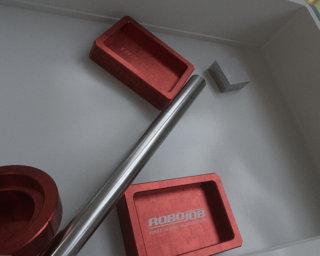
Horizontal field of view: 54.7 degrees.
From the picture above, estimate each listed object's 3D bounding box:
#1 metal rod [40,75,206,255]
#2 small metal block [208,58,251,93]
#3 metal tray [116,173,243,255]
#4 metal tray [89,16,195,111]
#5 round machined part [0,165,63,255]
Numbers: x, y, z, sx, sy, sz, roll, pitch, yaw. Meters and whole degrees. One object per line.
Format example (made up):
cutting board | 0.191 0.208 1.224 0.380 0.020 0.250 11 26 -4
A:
metal rod | -0.018 0.023 0.347 0.025 0.025 0.301 40 50 -1
small metal block | 0.117 -0.090 0.526 0.050 0.025 0.050 -15 70 -34
metal tray | 0.022 0.105 0.352 0.131 0.030 0.090 -3 63 -30
metal tray | -0.023 -0.096 0.449 0.130 0.030 0.090 37 51 -4
round machined part | -0.131 0.079 0.257 0.099 0.042 0.098 0 37 0
